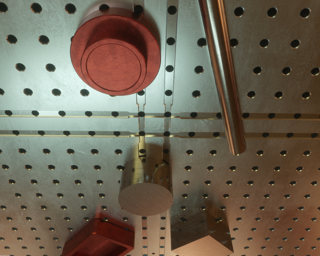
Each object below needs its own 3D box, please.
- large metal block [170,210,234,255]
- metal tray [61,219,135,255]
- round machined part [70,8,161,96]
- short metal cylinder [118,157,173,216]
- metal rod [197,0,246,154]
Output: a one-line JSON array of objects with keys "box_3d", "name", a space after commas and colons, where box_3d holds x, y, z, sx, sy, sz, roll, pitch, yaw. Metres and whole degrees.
[{"box_3d": [0.076, 0.205, 0.571, 0.080, 0.050, 0.080, -33, 123, 24], "name": "large metal block"}, {"box_3d": [-0.121, 0.233, 0.604, 0.090, 0.030, 0.129, 31, 123, -24], "name": "metal tray"}, {"box_3d": [-0.048, -0.074, 0.336, 0.099, 0.042, 0.097, -1, 130, 0], "name": "round machined part"}, {"box_3d": [-0.021, 0.090, 0.471, 0.081, 0.050, 0.079, 0, 130, 0], "name": "short metal cylinder"}, {"box_3d": [0.067, -0.081, 0.343, 0.025, 0.025, 0.299, -13, 129, 10], "name": "metal rod"}]
